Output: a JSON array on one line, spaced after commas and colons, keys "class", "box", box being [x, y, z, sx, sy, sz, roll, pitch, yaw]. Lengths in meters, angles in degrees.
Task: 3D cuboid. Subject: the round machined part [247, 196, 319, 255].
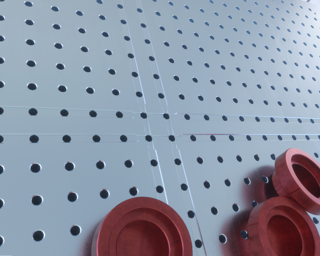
[{"class": "round machined part", "box": [0.151, 0.140, 0.392, 0.099, 0.042, 0.098, 13, 56, -21]}]

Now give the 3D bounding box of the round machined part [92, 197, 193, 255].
[{"class": "round machined part", "box": [-0.020, 0.123, 0.311, 0.099, 0.042, 0.098, 13, 56, -21]}]

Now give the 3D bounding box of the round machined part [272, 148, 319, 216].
[{"class": "round machined part", "box": [0.203, 0.081, 0.448, 0.099, 0.042, 0.098, 22, 42, -21]}]
